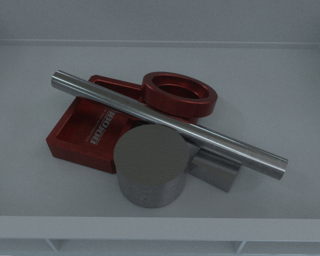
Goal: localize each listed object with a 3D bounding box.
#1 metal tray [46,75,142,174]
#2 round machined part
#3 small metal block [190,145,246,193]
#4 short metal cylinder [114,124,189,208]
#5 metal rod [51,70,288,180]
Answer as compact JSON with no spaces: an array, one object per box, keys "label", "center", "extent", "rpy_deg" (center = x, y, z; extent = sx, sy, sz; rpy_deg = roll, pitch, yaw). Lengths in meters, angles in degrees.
[{"label":"metal tray","center":[-0.074,-0.011,0.406],"extent":[0.090,0.030,0.130],"rpy_deg":[14,51,11]},{"label":"round machined part","center":[0.022,-0.036,0.406],"extent":[0.099,0.042,0.098],"rpy_deg":[12,27,-6]},{"label":"small metal block","center":[0.070,0.041,0.369],"extent":[0.050,0.025,0.050],"rpy_deg":[25,54,19]},{"label":"short metal cylinder","center":[-0.009,0.042,0.350],"extent":[0.081,0.050,0.080],"rpy_deg":[0,50,0]},{"label":"metal rod","center":[-0.001,-0.010,0.373],"extent":[0.301,0.025,0.025],"rpy_deg":[22,53,14]}]
